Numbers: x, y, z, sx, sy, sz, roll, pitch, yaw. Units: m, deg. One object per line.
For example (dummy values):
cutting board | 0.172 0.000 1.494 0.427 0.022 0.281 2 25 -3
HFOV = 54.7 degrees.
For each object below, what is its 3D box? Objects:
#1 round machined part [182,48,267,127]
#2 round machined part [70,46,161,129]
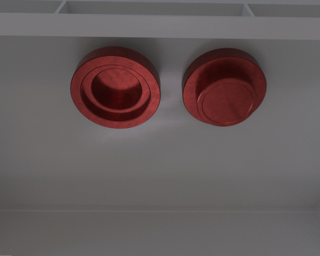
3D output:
round machined part | 0.076 -0.040 0.364 0.099 0.042 0.097 0 130 0
round machined part | -0.049 -0.049 0.356 0.099 0.042 0.097 0 130 0
